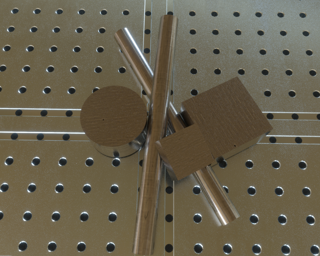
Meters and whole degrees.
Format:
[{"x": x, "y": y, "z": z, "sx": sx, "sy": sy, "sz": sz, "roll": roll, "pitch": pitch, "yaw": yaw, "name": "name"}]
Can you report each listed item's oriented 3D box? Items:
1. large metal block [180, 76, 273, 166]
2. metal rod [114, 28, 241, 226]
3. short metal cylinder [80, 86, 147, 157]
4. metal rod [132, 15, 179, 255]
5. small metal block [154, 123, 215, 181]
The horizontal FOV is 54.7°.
[{"x": 0.081, "y": -0.007, "z": 0.397, "sx": 0.080, "sy": 0.050, "sz": 0.080, "roll": -26, "pitch": 72, "yaw": -9, "name": "large metal block"}, {"x": 0.014, "y": -0.014, "z": 0.413, "sx": 0.025, "sy": 0.025, "sz": 0.299, "roll": -27, "pitch": 73, "yaw": -9, "name": "metal rod"}, {"x": -0.056, "y": -0.007, "z": 0.397, "sx": 0.081, "sy": 0.050, "sz": 0.080, "roll": 0, "pitch": 70, "yaw": -1, "name": "short metal cylinder"}, {"x": -0.004, "y": -0.001, "z": 0.387, "sx": 0.025, "sy": 0.025, "sz": 0.299, "roll": 6, "pitch": 78, "yaw": 2, "name": "metal rod"}, {"x": 0.028, "y": 0.028, "z": 0.364, "sx": 0.050, "sy": 0.025, "sz": 0.050, "roll": -24, "pitch": 87, "yaw": -17, "name": "small metal block"}]
